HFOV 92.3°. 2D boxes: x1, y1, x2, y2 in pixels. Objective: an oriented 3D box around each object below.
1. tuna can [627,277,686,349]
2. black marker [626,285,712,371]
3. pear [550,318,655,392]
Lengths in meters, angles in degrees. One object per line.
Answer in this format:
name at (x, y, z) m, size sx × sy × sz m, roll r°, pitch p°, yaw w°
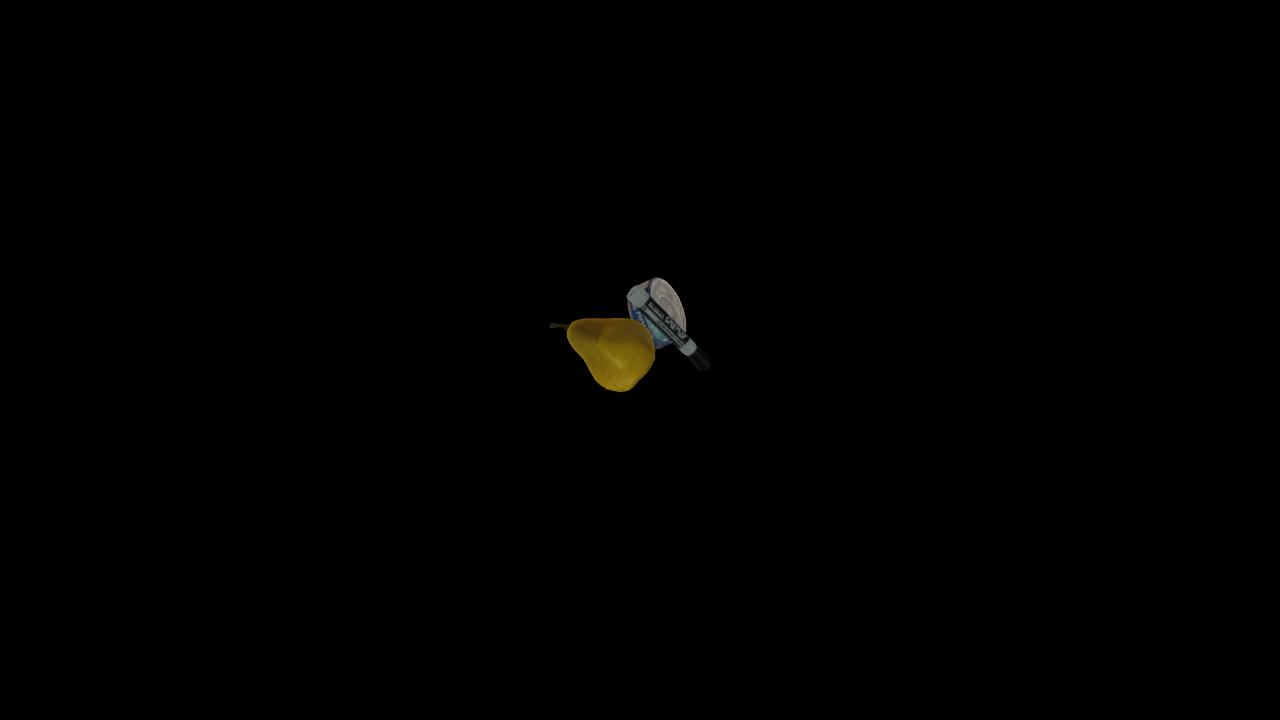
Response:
tuna can at (0.022, -0.058, 0.754) m, size 0.034 × 0.084 × 0.084 m, roll -20°, pitch -10°, yaw 30°
black marker at (0.033, -0.031, 0.638) m, size 0.121 × 0.020 × 0.020 m, roll 44°, pitch -20°, yaw -22°
pear at (-0.039, -0.020, 0.654) m, size 0.111 × 0.080 × 0.080 m, roll 37°, pitch -6°, yaw -9°
